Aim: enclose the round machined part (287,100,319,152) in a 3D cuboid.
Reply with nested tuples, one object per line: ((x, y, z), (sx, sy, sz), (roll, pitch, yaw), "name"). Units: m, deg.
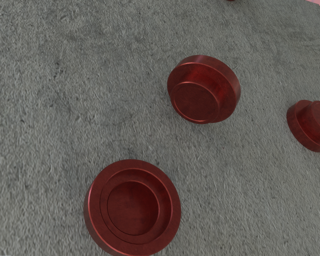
((0.278, -0.010, 0.548), (0.099, 0.042, 0.098), (14, 56, -21), "round machined part")

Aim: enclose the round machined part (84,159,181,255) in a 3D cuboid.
((-0.031, 0.085, 0.324), (0.099, 0.042, 0.098), (14, 56, -21), "round machined part")

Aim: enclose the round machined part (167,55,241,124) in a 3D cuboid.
((0.053, -0.044, 0.412), (0.098, 0.097, 0.042), (38, 51, -3), "round machined part")
